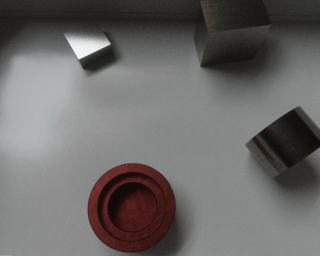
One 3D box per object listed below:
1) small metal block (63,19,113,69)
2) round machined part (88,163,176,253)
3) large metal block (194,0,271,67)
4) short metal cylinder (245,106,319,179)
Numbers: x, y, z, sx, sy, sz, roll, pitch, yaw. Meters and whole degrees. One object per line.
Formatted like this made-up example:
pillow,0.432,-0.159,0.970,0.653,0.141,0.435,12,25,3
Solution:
small metal block,-0.104,-0.123,0.453,0.050,0.025,0.050,-29,73,-11
round machined part,-0.032,0.094,0.366,0.099,0.042,0.098,0,70,-1
large metal block,0.095,-0.133,0.430,0.081,0.080,0.050,-9,71,-4
short metal cylinder,0.152,0.018,0.376,0.080,0.080,0.050,-31,73,-11
